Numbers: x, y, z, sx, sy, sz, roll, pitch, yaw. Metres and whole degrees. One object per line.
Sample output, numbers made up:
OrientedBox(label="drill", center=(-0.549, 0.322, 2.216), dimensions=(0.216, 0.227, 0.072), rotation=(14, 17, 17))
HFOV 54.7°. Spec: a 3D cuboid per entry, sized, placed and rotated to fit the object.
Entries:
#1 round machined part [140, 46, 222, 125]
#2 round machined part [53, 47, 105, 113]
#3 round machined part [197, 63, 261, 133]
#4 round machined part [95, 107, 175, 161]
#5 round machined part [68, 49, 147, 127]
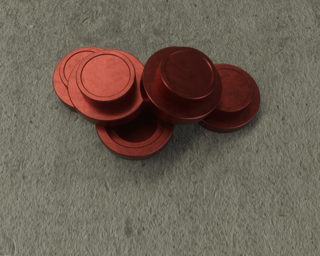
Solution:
OrientedBox(label="round machined part", center=(0.028, -0.056, 0.366), dimensions=(0.099, 0.042, 0.098), rotation=(5, 68, -13))
OrientedBox(label="round machined part", center=(-0.098, -0.070, 0.424), dimensions=(0.099, 0.042, 0.098), rotation=(0, 70, -1))
OrientedBox(label="round machined part", center=(0.087, -0.045, 0.417), dimensions=(0.099, 0.042, 0.098), rotation=(0, 70, -1))
OrientedBox(label="round machined part", center=(-0.031, -0.005, 0.401), dimensions=(0.099, 0.042, 0.098), rotation=(0, 70, -1))
OrientedBox(label="round machined part", center=(-0.062, -0.054, 0.374), dimensions=(0.099, 0.042, 0.098), rotation=(0, 70, -1))
